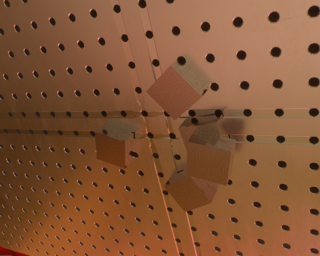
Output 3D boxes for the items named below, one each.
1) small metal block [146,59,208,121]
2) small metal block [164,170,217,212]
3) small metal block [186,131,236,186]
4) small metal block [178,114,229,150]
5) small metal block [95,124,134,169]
[{"bbox_3d":[0.020,-0.046,0.373,0.050,0.025,0.050,45,129,-4],"label":"small metal block"},{"bbox_3d":[0.043,0.087,0.443,0.050,0.025,0.050,-32,101,38],"label":"small metal block"},{"bbox_3d":[0.060,0.036,0.370,0.050,0.025,0.050,13,124,21],"label":"small metal block"},{"bbox_3d":[0.058,0.013,0.389,0.050,0.025,0.050,-7,115,31],"label":"small metal block"},{"bbox_3d":[-0.068,0.027,0.465,0.050,0.025,0.050,16,125,19],"label":"small metal block"}]
